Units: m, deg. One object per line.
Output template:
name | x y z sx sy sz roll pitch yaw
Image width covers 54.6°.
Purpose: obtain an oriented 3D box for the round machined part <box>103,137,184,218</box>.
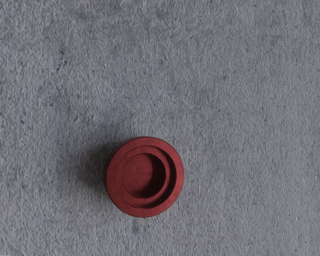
round machined part | -0.023 0.059 0.391 0.099 0.042 0.097 0 90 -20
